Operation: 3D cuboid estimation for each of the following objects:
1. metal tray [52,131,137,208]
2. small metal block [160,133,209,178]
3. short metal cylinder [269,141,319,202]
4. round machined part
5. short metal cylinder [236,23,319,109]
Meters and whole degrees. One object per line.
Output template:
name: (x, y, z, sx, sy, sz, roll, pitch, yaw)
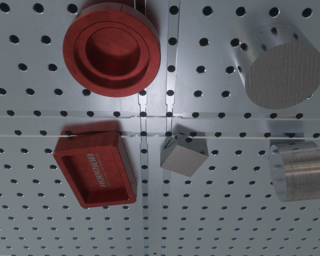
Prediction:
metal tray: (-0.091, 0.066, 0.463, 0.090, 0.030, 0.129, -7, 130, 6)
small metal block: (0.034, 0.040, 0.446, 0.050, 0.025, 0.050, 21, 127, -18)
short metal cylinder: (0.188, 0.060, 0.429, 0.050, 0.080, 0.080, -7, 130, 5)
round machined part: (-0.048, -0.084, 0.328, 0.099, 0.042, 0.097, 0, 130, 0)
short metal cylinder: (0.128, -0.067, 0.339, 0.081, 0.050, 0.079, 0, 130, 0)
